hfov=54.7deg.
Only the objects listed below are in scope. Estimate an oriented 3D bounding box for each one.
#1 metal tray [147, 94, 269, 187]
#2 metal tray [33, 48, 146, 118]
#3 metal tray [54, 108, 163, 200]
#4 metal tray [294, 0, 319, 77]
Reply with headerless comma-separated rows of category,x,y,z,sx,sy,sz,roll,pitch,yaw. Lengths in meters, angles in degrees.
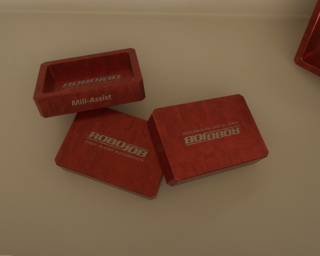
metal tray,0.059,0.012,0.385,0.131,0.030,0.090,-12,70,-21
metal tray,-0.091,-0.062,0.407,0.131,0.030,0.090,-11,41,-4
metal tray,-0.053,0.028,0.396,0.131,0.030,0.090,18,71,6
metal tray,0.235,-0.121,0.388,0.030,0.129,0.090,-30,54,-28
